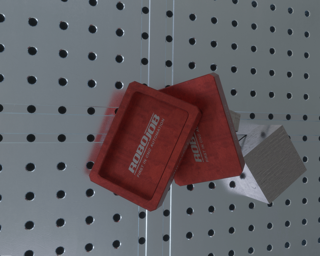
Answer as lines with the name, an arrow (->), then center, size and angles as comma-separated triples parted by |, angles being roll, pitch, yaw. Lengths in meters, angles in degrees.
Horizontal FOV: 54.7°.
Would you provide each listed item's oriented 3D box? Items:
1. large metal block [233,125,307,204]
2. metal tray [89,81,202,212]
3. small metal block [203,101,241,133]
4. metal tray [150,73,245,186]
large metal block -> 0.154, 0.050, 0.457 | 0.080, 0.050, 0.080 | -36, 102, -17
metal tray -> -0.017, 0.020, 0.370 | 0.090, 0.030, 0.129 | 24, 91, 14
small metal block -> 0.073, -0.010, 0.424 | 0.050, 0.050, 0.025 | 20, 70, -19
metal tray -> 0.047, 0.004, 0.399 | 0.090, 0.030, 0.129 | -15, 97, 23
